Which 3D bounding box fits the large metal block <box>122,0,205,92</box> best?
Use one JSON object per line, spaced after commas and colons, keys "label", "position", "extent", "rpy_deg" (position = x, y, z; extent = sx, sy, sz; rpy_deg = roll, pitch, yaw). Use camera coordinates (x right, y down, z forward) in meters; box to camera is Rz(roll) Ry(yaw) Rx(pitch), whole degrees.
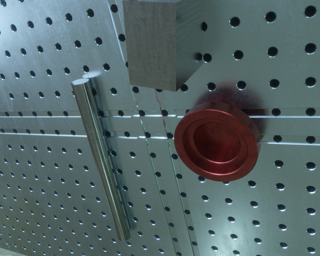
{"label": "large metal block", "position": [0.008, -0.092, 0.314], "extent": [0.050, 0.080, 0.079], "rpy_deg": [12, 123, 21]}

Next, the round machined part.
{"label": "round machined part", "position": [0.070, 0.013, 0.370], "extent": [0.098, 0.042, 0.097], "rpy_deg": [13, 124, 20]}

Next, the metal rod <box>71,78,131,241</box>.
{"label": "metal rod", "position": [-0.087, 0.066, 0.495], "extent": [0.025, 0.025, 0.298], "rpy_deg": [4, 121, 26]}
